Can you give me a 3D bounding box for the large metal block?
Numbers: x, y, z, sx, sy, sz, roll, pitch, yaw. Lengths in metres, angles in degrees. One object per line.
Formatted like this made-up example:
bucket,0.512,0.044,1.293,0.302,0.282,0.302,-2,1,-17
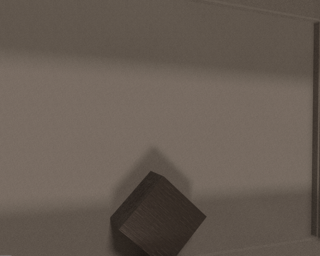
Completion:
large metal block,-0.002,0.115,0.398,0.080,0.050,0.080,45,76,-15
